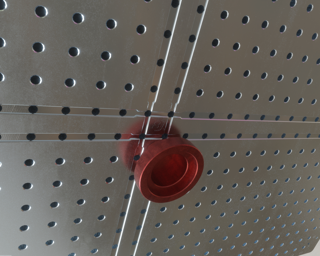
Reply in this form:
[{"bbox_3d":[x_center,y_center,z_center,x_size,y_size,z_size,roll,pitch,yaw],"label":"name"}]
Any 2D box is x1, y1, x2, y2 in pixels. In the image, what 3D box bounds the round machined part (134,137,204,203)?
[{"bbox_3d":[0.009,0.054,0.438,0.099,0.042,0.097,-14,124,-21],"label":"round machined part"}]
